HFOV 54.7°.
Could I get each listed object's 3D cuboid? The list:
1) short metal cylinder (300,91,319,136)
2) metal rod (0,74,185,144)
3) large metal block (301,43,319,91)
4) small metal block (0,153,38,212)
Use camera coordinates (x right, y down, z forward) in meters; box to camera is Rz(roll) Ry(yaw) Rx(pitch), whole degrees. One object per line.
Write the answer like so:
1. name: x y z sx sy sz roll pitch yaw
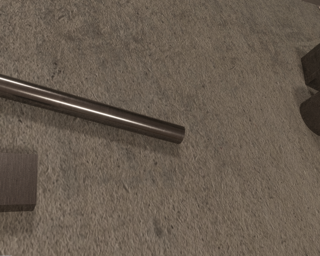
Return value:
1. short metal cylinder: 0.311 -0.029 0.577 0.081 0.050 0.080 14 56 -21
2. metal rod: -0.109 -0.028 0.362 0.302 0.025 0.025 15 56 -20
3. large metal block: 0.353 -0.120 0.655 0.080 0.050 0.080 21 54 -17
4. small metal block: -0.145 0.052 0.294 0.050 0.025 0.050 5 60 -26
